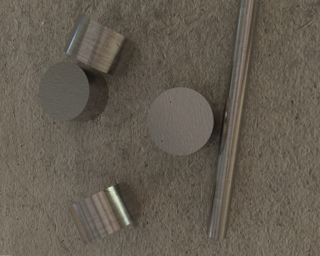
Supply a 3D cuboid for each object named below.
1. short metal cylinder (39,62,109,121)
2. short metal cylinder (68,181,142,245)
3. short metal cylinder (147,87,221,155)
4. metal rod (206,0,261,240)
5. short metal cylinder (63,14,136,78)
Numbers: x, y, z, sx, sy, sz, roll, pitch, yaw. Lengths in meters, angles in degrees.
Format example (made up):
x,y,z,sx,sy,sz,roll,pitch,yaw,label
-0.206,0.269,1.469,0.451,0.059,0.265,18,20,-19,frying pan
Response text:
x,y,z,sx,sy,sz,roll,pitch,yaw,label
-0.121,-0.049,0.438,0.080,0.050,0.079,0,90,20,short metal cylinder
-0.071,0.110,0.405,0.080,0.080,0.050,-29,81,17,short metal cylinder
0.031,-0.008,0.385,0.080,0.050,0.079,0,90,20,short metal cylinder
0.089,-0.015,0.377,0.025,0.025,0.298,8,93,20,metal rod
-0.078,-0.107,0.407,0.080,0.080,0.050,30,100,17,short metal cylinder
